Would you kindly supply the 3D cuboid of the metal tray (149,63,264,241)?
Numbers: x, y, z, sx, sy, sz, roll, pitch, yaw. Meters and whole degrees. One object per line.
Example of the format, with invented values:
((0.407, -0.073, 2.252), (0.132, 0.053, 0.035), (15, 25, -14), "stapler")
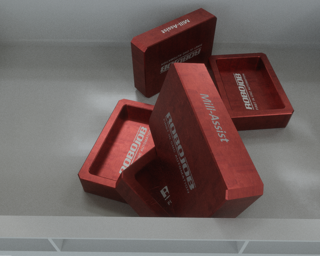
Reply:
((0.029, 0.018, 0.270), (0.030, 0.089, 0.130), (-3, 54, -22), "metal tray")

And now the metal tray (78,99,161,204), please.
((-0.029, 0.026, 0.379), (0.090, 0.030, 0.130), (13, 51, 11), "metal tray")

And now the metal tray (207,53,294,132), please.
((0.124, -0.056, 0.449), (0.091, 0.030, 0.130), (-4, 50, -4), "metal tray")

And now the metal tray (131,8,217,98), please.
((0.022, -0.110, 0.454), (0.131, 0.090, 0.030), (-31, 57, -24), "metal tray")

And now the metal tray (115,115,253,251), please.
((0.030, 0.051, 0.330), (0.090, 0.030, 0.131), (45, 53, 11), "metal tray")
